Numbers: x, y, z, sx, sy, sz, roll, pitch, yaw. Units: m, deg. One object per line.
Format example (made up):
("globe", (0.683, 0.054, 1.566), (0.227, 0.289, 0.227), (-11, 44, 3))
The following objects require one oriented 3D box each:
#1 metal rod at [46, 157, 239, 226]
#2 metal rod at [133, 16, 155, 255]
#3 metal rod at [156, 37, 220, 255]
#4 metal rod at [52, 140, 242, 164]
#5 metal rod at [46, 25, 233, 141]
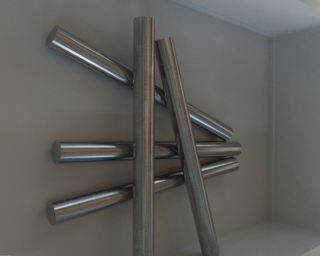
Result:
("metal rod", (0.004, 0.073, 0.411), (0.302, 0.025, 0.025), (-7, 95, -40))
("metal rod", (-0.019, 0.025, 0.357), (0.025, 0.025, 0.298), (0, 90, -40))
("metal rod", (0.037, 0.035, 0.405), (0.025, 0.025, 0.298), (-23, 105, -38))
("metal rod", (0.009, 0.029, 0.414), (0.302, 0.025, 0.025), (2, 89, -40))
("metal rod", (-0.001, -0.042, 0.405), (0.301, 0.025, 0.025), (25, 74, -37))
